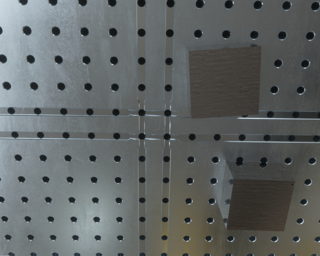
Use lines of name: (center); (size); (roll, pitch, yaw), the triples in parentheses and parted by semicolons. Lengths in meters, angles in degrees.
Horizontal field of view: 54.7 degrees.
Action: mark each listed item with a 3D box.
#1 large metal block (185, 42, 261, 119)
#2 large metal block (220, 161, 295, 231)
large metal block: (0.075, -0.059, 0.379); (0.081, 0.050, 0.079); (-4, 110, 1)
large metal block: (0.133, 0.096, 0.437); (0.081, 0.050, 0.079); (2, 110, -2)
